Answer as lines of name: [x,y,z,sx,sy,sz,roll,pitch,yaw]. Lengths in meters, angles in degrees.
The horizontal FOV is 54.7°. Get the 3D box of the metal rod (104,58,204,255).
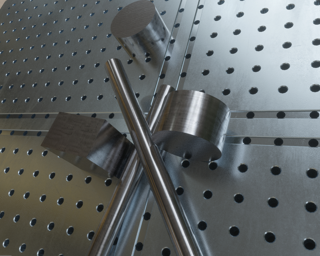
metal rod: [-0.014,0.029,0.370,0.025,0.025,0.299,-29,60,10]

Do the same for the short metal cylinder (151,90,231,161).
short metal cylinder: [0.036,-0.001,0.355,0.080,0.080,0.050,4,64,30]

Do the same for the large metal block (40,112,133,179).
large metal block: [-0.090,0.025,0.405,0.080,0.080,0.050,9,67,32]

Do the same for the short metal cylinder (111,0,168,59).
short metal cylinder: [-0.033,-0.162,0.509,0.080,0.050,0.080,-13,56,21]

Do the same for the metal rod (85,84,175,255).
metal rod: [-0.043,0.076,0.384,0.025,0.025,0.300,10,66,32]
